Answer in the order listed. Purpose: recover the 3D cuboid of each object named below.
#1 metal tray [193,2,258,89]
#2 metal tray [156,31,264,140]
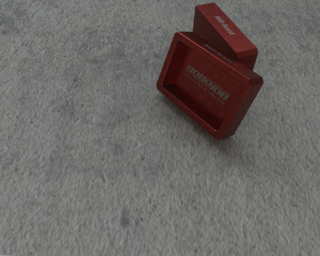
[{"bbox_3d":[0.088,-0.112,0.455,0.030,0.089,0.130,-15,52,-13],"label":"metal tray"},{"bbox_3d":[0.058,-0.058,0.407,0.030,0.089,0.130,-15,48,-43],"label":"metal tray"}]
